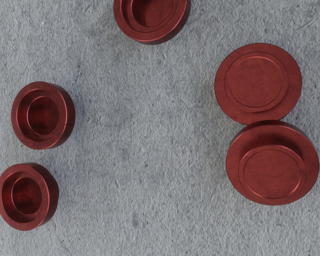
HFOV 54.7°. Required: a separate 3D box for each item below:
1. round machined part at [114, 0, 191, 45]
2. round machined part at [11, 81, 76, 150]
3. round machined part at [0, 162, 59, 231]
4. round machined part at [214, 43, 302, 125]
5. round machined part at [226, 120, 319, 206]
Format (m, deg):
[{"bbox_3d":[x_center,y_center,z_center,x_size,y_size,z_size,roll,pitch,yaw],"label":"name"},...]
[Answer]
[{"bbox_3d":[-0.007,-0.156,0.402,0.098,0.042,0.097,0,90,20],"label":"round machined part"},{"bbox_3d":[-0.166,-0.018,0.459,0.098,0.042,0.097,0,90,20],"label":"round machined part"},{"bbox_3d":[-0.194,0.100,0.468,0.098,0.042,0.097,0,90,20],"label":"round machined part"},{"bbox_3d":[0.112,-0.050,0.360,0.098,0.042,0.097,0,90,20],"label":"round machined part"},{"bbox_3d":[0.123,0.043,0.343,0.098,0.042,0.097,5,108,16],"label":"round machined part"}]
